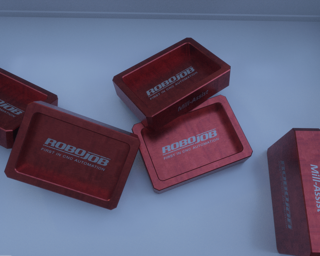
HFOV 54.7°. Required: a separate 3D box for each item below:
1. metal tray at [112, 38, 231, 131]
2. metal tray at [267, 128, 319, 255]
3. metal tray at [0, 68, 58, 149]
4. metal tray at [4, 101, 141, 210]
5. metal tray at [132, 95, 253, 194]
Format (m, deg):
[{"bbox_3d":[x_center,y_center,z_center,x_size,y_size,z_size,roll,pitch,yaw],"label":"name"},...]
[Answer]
[{"bbox_3d":[0.016,-0.062,0.410,0.131,0.030,0.090,-32,55,-16],"label":"metal tray"},{"bbox_3d":[0.156,0.074,0.349,0.030,0.090,0.130,1,70,0],"label":"metal tray"},{"bbox_3d":[-0.211,-0.035,0.393,0.130,0.030,0.090,26,39,8],"label":"metal tray"},{"bbox_3d":[-0.098,0.032,0.361,0.131,0.030,0.090,20,94,-7],"label":"metal tray"},{"bbox_3d":[0.040,0.020,0.400,0.131,0.030,0.090,-19,71,-8],"label":"metal tray"}]
